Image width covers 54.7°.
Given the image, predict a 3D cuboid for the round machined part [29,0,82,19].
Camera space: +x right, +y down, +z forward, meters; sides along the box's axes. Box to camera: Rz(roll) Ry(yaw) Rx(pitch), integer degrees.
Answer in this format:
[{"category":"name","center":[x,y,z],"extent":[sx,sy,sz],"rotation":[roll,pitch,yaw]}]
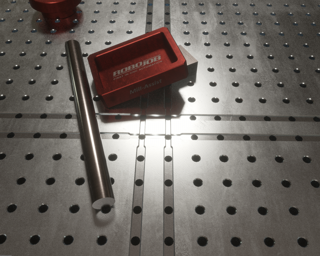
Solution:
[{"category":"round machined part","center":[-0.201,-0.249,0.603],"extent":[0.099,0.042,0.098],"rotation":[0,50,0]}]

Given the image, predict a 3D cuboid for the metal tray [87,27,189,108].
[{"category":"metal tray","center":[-0.034,-0.092,0.460],"extent":[0.131,0.030,0.090],"rotation":[-21,55,-2]}]

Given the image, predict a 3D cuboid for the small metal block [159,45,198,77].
[{"category":"small metal block","center":[0.025,-0.102,0.494],"extent":[0.050,0.025,0.050],"rotation":[-24,54,-19]}]

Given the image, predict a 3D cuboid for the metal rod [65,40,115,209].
[{"category":"metal rod","center":[-0.104,-0.028,0.429],"extent":[0.025,0.025,0.300],"rotation":[-13,51,-11]}]
